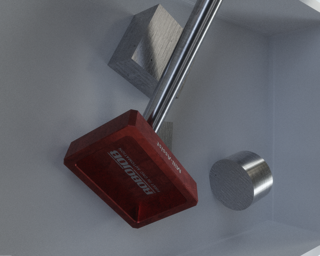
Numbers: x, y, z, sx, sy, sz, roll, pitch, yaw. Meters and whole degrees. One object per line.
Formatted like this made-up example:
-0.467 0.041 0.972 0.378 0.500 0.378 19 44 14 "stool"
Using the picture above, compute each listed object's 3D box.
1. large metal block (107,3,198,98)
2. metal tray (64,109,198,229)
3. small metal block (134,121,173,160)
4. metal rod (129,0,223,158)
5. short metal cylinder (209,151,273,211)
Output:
-0.005 -0.091 0.388 0.080 0.050 0.080 37 68 -34 "large metal block"
-0.028 0.051 0.343 0.130 0.090 0.030 52 22 -28 "metal tray"
-0.011 0.015 0.399 0.050 0.025 0.050 5 87 -40 "small metal block"
0.036 -0.100 0.333 0.025 0.025 0.298 17 104 -39 "metal rod"
0.124 0.080 0.478 0.050 0.080 0.079 -16 100 -39 "short metal cylinder"
